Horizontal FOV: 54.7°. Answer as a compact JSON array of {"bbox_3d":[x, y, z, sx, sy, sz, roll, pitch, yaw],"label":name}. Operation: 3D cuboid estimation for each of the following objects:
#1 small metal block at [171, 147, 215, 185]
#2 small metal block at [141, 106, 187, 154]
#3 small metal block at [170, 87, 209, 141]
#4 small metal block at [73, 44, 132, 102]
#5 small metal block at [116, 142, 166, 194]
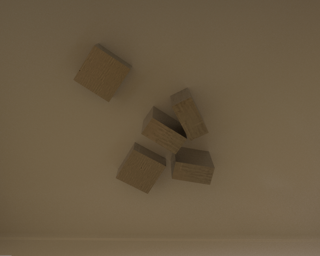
[{"bbox_3d":[0.042,0.049,0.416,0.050,0.050,0.025,10,110,-4],"label":"small metal block"},{"bbox_3d":[0.005,0.002,0.398,0.050,0.050,0.025,32,107,-11],"label":"small metal block"},{"bbox_3d":[0.036,-0.018,0.391,0.025,0.050,0.050,-26,108,9],"label":"small metal block"},{"bbox_3d":[-0.070,-0.069,0.385,0.050,0.025,0.050,33,107,-12],"label":"small metal block"},{"bbox_3d":[-0.026,0.056,0.432,0.050,0.025,0.050,29,107,-10],"label":"small metal block"}]
